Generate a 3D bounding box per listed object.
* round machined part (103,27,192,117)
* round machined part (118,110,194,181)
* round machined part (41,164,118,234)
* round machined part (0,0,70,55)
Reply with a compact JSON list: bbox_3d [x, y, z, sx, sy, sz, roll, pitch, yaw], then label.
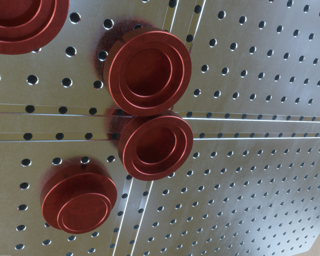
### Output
[{"bbox_3d":[-0.017,-0.065,0.352,0.099,0.042,0.097,-14,125,-21],"label":"round machined part"},{"bbox_3d":[-0.009,0.018,0.408,0.099,0.042,0.097,-14,125,-21],"label":"round machined part"},{"bbox_3d":[-0.103,0.100,0.407,0.099,0.042,0.097,-14,125,-21],"label":"round machined part"},{"bbox_3d":[-0.130,-0.115,0.258,0.099,0.042,0.097,-14,125,-21],"label":"round machined part"}]
